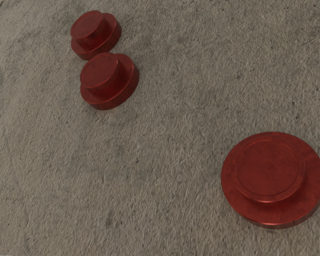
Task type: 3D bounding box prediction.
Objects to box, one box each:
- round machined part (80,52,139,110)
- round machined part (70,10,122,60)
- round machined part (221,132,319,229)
[{"bbox_3d":[-0.086,-0.080,0.487,0.098,0.042,0.098,-13,56,21],"label":"round machined part"},{"bbox_3d":[-0.123,-0.175,0.565,0.098,0.042,0.098,-13,56,21],"label":"round machined part"},{"bbox_3d":[0.109,0.046,0.308,0.098,0.042,0.098,-13,56,21],"label":"round machined part"}]
